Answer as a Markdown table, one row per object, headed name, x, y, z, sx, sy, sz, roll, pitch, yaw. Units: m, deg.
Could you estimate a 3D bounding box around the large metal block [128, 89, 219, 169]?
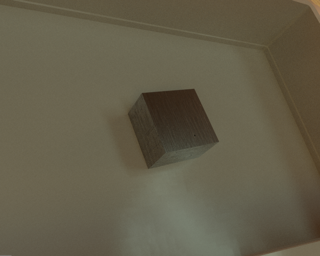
| name | x | y | z | sx | sy | sz | roll | pitch | yaw |
| --- | --- | --- | --- | --- | --- | --- | --- | --- | --- |
| large metal block | 0.016 | -0.001 | 0.398 | 0.081 | 0.050 | 0.080 | -9 | 66 | -32 |
